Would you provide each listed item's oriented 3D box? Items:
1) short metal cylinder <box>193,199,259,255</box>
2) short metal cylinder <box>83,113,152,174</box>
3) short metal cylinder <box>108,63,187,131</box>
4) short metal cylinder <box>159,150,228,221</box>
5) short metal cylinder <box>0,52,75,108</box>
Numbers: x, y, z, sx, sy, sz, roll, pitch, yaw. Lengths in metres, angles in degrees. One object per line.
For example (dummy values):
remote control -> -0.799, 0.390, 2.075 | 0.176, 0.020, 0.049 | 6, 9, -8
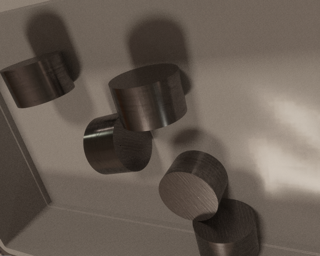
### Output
short metal cylinder -> 0.088, 0.140, 0.413 | 0.080, 0.080, 0.050 | 0, 119, 28
short metal cylinder -> -0.054, 0.020, 0.412 | 0.050, 0.080, 0.080 | -11, 113, 32
short metal cylinder -> -0.013, -0.037, 0.356 | 0.080, 0.080, 0.050 | 0, 118, 28
short metal cylinder -> 0.045, 0.077, 0.415 | 0.080, 0.050, 0.079 | 13, 124, 20
short metal cylinder -> -0.163, -0.066, 0.416 | 0.080, 0.080, 0.050 | -3, 117, 29
